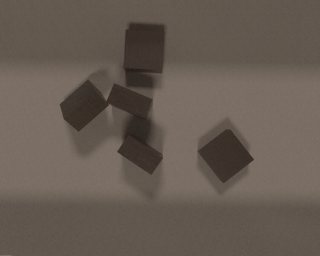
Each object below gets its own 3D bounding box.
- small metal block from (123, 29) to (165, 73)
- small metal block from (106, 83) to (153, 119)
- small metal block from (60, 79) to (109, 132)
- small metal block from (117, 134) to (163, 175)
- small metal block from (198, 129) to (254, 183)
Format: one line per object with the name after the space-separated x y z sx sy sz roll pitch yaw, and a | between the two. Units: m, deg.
-0.021 -0.101 0.411 0.050 0.025 0.050 3 90 -1 | small metal block
-0.037 -0.033 0.398 0.050 0.050 0.025 23 89 -1 | small metal block
-0.097 -0.030 0.395 0.050 0.050 0.025 -41 124 0 | small metal block
-0.024 0.032 0.399 0.050 0.050 0.025 34 90 -1 | small metal block
0.087 0.037 0.413 0.050 0.025 0.050 -38 91 0 | small metal block
